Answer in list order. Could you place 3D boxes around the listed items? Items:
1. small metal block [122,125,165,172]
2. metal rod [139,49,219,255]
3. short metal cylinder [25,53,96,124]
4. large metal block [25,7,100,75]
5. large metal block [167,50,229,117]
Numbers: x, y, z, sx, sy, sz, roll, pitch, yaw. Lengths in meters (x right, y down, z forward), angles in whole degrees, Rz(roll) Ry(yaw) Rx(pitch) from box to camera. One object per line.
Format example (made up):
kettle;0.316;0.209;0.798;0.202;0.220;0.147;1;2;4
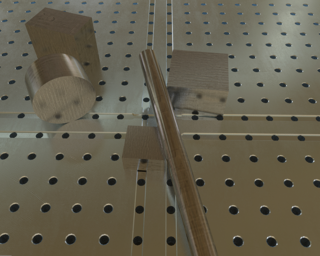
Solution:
small metal block;-0.018;0.025;0.386;0.050;0.025;0.050;3;50;3
metal rod;0.016;0.023;0.360;0.025;0.025;0.299;-10;59;-9
short metal cylinder;-0.133;-0.052;0.414;0.081;0.080;0.050;-20;53;-16
large metal block;-0.147;-0.131;0.481;0.080;0.080;0.050;16;52;13
large metal block;0.054;-0.066;0.447;0.080;0.050;0.080;6;50;4
